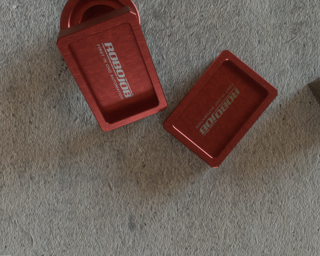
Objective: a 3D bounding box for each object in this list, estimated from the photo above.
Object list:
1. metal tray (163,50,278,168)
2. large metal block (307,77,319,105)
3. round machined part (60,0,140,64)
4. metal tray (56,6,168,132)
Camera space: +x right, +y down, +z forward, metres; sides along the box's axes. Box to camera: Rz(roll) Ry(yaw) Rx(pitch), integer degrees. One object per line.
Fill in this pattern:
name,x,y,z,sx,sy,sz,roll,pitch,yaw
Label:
metal tray,0.077,-0.025,0.408,0.090,0.030,0.130,39,90,-1
large metal block,0.257,-0.045,0.401,0.080,0.050,0.080,-30,90,0
round machined part,-0.074,-0.127,0.400,0.099,0.042,0.097,0,90,-1
metal tray,-0.052,-0.066,0.372,0.090,0.030,0.129,-21,125,0
